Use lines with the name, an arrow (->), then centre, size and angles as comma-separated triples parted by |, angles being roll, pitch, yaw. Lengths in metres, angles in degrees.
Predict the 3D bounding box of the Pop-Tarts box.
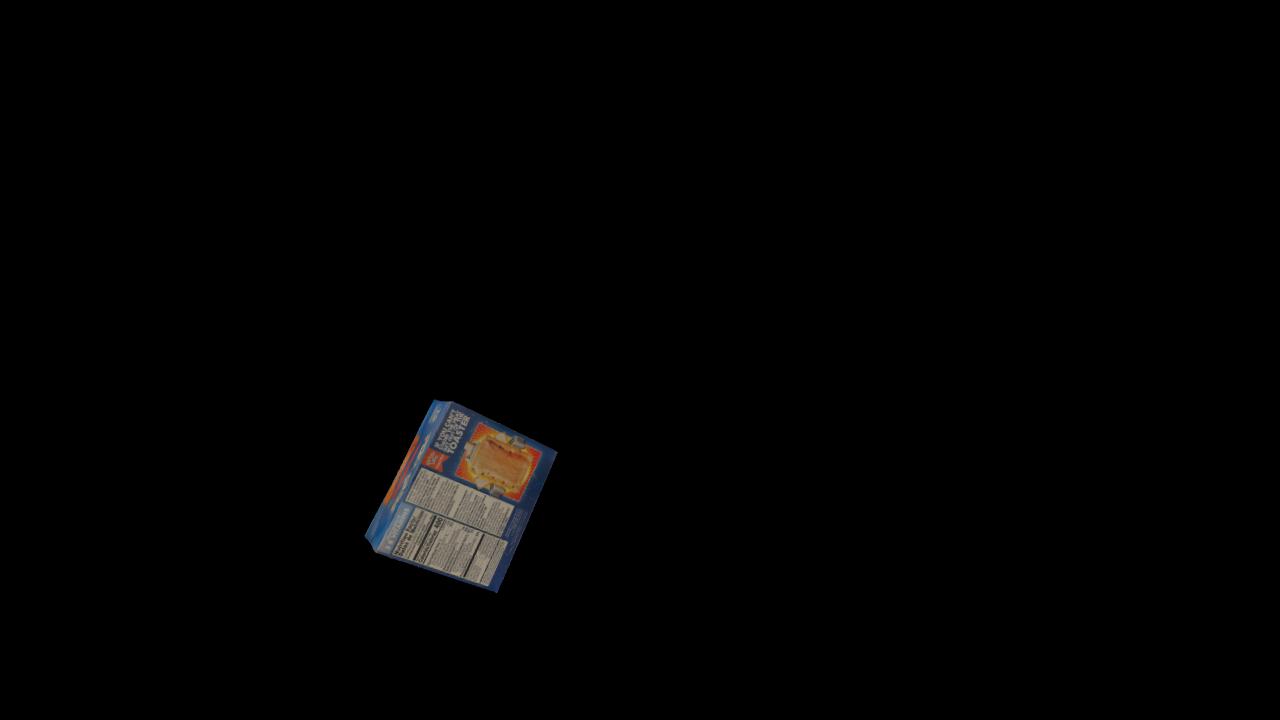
Pop-Tarts box -> -0.197, 0.149, 0.689 | 0.141, 0.167, 0.083 | 31, -20, -27
